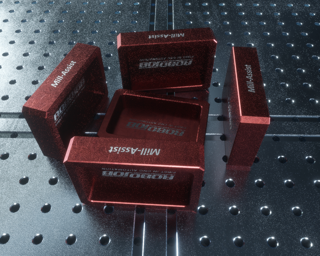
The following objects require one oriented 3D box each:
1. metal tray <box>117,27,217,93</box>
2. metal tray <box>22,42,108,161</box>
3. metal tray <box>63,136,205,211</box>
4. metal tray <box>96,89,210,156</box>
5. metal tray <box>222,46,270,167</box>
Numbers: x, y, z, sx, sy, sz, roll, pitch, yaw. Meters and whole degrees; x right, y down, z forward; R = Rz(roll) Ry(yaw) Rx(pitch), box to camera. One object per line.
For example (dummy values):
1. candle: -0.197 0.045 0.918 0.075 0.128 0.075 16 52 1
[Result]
1. metal tray: 0.009 -0.093 0.443 0.131 0.090 0.030 -5 50 -4
2. metal tray: -0.111 -0.035 0.394 0.030 0.090 0.130 14 51 12
3. metal tray: -0.023 0.050 0.324 0.131 0.090 0.030 3 50 3
4. metal tray: -0.005 -0.003 0.406 0.131 0.030 0.090 9 50 7
5. metal tray: 0.103 -0.029 0.390 0.030 0.090 0.130 4 50 3
